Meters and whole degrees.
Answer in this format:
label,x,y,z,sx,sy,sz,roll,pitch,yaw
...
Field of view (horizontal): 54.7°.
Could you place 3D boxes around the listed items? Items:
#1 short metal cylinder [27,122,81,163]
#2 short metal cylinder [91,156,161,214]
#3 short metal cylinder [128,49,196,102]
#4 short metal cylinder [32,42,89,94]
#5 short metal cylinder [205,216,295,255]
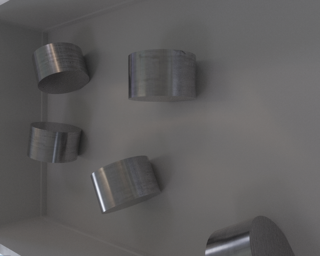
label,x,y,z,sx,sy,sz,roll,pitch,yaw
short metal cylinder,-0.176,0.022,0.516,0.080,0.081,0.050,17,101,39
short metal cylinder,-0.045,0.075,0.408,0.080,0.081,0.050,-33,70,35
short metal cylinder,0.003,-0.059,0.369,0.080,0.081,0.050,0,90,40
short metal cylinder,-0.161,-0.095,0.504,0.080,0.081,0.050,-28,73,37
short metal cylinder,0.089,0.131,0.297,0.050,0.081,0.080,-34,69,35
